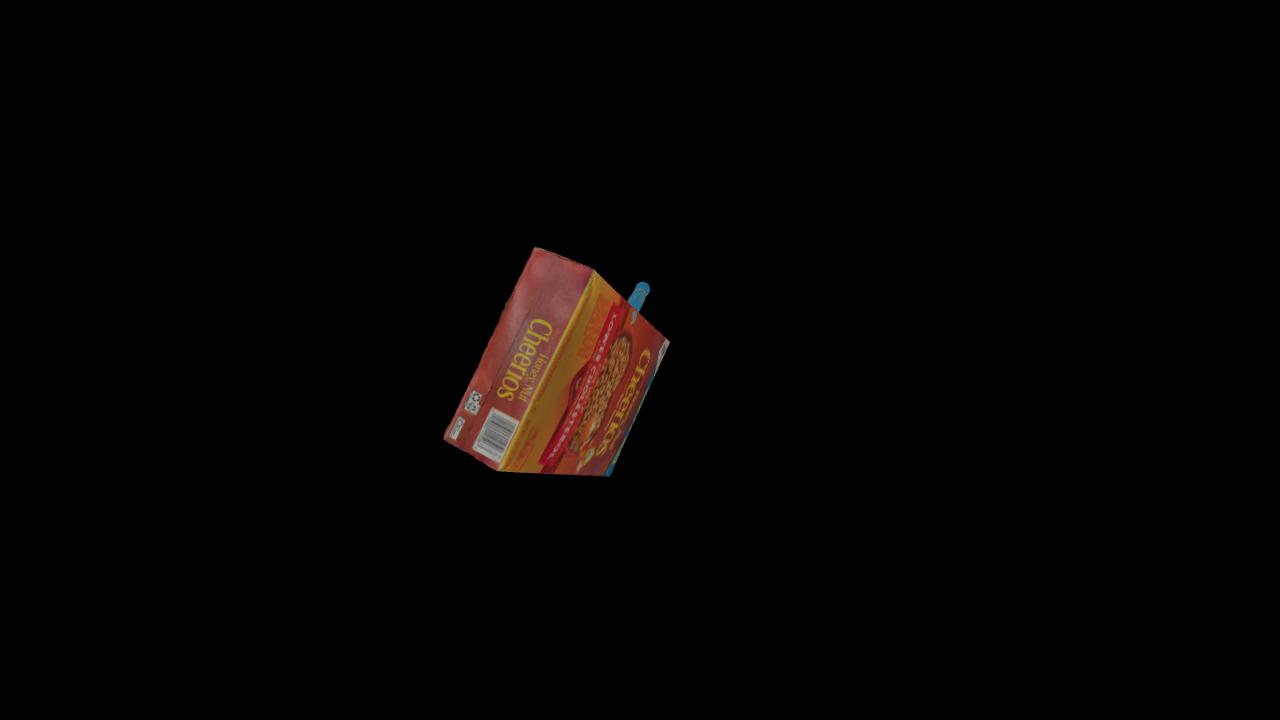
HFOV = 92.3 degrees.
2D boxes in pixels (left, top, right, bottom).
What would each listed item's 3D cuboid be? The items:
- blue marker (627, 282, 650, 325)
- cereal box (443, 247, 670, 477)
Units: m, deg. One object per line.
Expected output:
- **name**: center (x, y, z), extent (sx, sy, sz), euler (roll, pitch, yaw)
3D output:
- **blue marker**: center (-0.005, -0.068, 0.720), extent (0.020, 0.020, 0.121), euler (0, 22, 9)
- **cereal box**: center (-0.068, 0.025, 0.694), extent (0.081, 0.203, 0.306), euler (24, -4, 20)
